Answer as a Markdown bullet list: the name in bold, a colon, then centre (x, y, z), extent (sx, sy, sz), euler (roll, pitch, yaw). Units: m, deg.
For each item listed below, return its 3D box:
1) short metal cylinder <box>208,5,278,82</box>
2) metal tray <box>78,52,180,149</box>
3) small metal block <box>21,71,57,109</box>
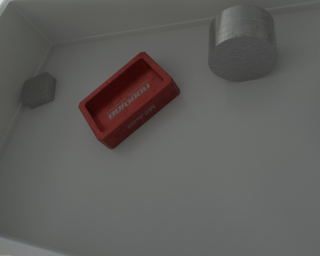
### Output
- **short metal cylinder**: centre (0.100, -0.101, 0.379), extent (0.080, 0.080, 0.050), euler (-8, 59, 24)
- **metal tray**: centre (-0.047, -0.043, 0.451), extent (0.130, 0.030, 0.090), euler (-40, 51, 0)
- **small metal block**: centre (-0.218, -0.068, 0.559), extent (0.050, 0.025, 0.050), euler (-18, 55, 17)
